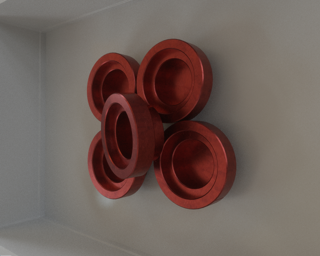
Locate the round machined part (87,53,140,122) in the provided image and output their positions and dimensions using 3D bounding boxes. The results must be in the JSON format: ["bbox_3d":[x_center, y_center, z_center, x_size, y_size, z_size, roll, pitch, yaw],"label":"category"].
[{"bbox_3d":[-0.056,-0.054,0.437,0.098,0.042,0.097,0,90,39],"label":"round machined part"}]

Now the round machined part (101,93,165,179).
[{"bbox_3d":[-0.030,0.007,0.361,0.098,0.042,0.097,14,106,56],"label":"round machined part"}]

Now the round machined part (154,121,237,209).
[{"bbox_3d":[0.043,0.040,0.356,0.098,0.042,0.097,0,90,39],"label":"round machined part"}]

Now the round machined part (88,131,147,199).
[{"bbox_3d":[-0.054,0.048,0.436,0.098,0.042,0.097,0,90,39],"label":"round machined part"}]

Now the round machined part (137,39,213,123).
[{"bbox_3d":[0.021,-0.054,0.374,0.098,0.042,0.097,0,90,39],"label":"round machined part"}]
